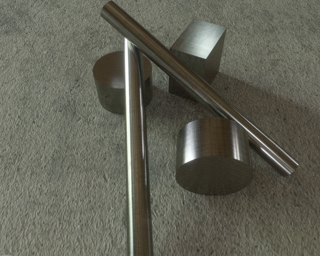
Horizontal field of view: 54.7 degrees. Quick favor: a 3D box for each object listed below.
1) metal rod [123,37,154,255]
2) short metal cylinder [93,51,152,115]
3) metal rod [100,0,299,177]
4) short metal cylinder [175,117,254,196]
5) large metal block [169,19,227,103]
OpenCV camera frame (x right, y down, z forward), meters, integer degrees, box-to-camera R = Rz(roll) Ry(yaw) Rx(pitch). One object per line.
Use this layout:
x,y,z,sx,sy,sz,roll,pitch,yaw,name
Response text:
-0.027,0.008,0.353,0.025,0.025,0.299,-3,63,-3,metal rod
-0.051,-0.065,0.441,0.081,0.050,0.080,0,50,0,short metal cylinder
0.044,-0.051,0.380,0.300,0.025,0.025,42,60,6,metal rod
0.058,0.033,0.340,0.080,0.080,0.050,3,50,2,short metal cylinder
0.053,-0.097,0.449,0.050,0.080,0.080,21,53,17,large metal block
